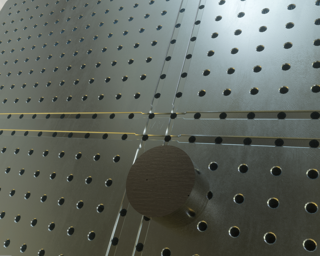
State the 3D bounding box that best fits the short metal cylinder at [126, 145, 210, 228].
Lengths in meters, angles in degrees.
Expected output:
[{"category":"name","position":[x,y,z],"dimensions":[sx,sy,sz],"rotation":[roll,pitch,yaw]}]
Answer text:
[{"category":"short metal cylinder","position":[0.009,0.066,0.348],"dimensions":[0.080,0.050,0.080],"rotation":[-13,56,21]}]
